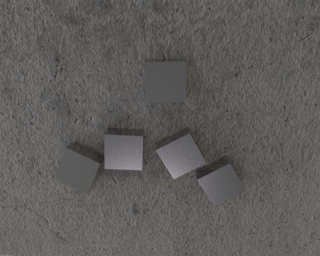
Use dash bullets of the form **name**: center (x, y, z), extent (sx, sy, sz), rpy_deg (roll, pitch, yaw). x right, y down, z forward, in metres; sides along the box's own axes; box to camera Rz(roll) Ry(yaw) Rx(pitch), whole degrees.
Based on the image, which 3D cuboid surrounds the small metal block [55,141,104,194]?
- **small metal block**: center (-0.108, 0.054, 0.424), extent (0.050, 0.025, 0.050), rpy_deg (25, 109, 3)

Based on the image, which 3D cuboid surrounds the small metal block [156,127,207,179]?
- **small metal block**: center (0.028, 0.034, 0.422), extent (0.050, 0.025, 0.050), rpy_deg (-28, 108, 9)

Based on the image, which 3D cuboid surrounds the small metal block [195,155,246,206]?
- **small metal block**: center (0.085, 0.075, 0.438), extent (0.050, 0.025, 0.050), rpy_deg (-29, 108, 10)

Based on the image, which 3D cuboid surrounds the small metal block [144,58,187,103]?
- **small metal block**: center (0.007, -0.060, 0.388), extent (0.050, 0.025, 0.050), rpy_deg (-1, 110, 0)

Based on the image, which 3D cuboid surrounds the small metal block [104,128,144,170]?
- **small metal block**: center (-0.048, 0.028, 0.420), extent (0.050, 0.025, 0.050), rpy_deg (3, 110, -2)
